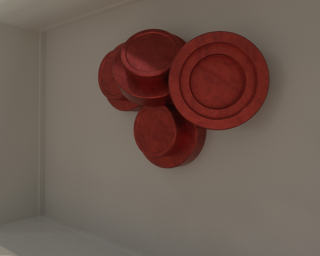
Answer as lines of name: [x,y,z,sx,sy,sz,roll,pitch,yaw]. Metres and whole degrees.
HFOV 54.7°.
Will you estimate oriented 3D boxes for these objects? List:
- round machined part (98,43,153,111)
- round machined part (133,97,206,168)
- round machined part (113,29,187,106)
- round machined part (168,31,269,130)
round machined part: [-0.049,-0.072,0.434,0.098,0.042,0.097,0,90,39]
round machined part: [0.005,0.002,0.390,0.098,0.042,0.097,0,90,39]
round machined part: [-0.008,-0.078,0.367,0.099,0.042,0.098,-3,64,6]
round machined part: [0.060,-0.048,0.326,0.099,0.042,0.097,1,95,7]
